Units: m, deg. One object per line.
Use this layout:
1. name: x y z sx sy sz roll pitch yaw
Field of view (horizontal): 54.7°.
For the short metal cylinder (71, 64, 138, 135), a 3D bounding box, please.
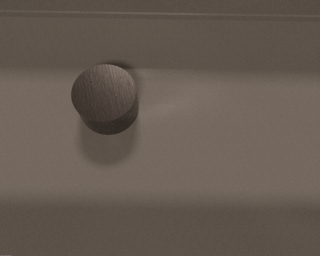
1. short metal cylinder: -0.070 -0.036 0.409 0.081 0.050 0.080 0 70 0
